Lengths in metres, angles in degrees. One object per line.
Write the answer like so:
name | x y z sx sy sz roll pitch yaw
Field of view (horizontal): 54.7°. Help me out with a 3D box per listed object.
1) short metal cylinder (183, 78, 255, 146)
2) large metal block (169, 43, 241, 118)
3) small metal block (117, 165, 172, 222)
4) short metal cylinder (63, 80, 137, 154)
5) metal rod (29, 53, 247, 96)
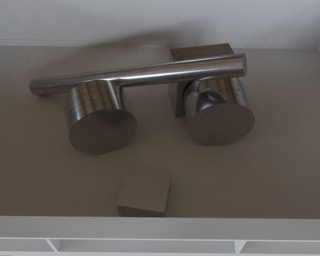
short metal cylinder | 0.072 -0.021 0.388 0.081 0.080 0.050 -2 50 -2
large metal block | 0.057 -0.064 0.424 0.081 0.080 0.050 -8 51 -7
small metal block | -0.016 0.072 0.344 0.050 0.025 0.050 8 50 6
short metal cylinder | -0.073 -0.012 0.379 0.081 0.080 0.050 -14 52 -12
metal rod | -0.046 -0.063 0.390 0.301 0.025 0.025 -1 47 25
